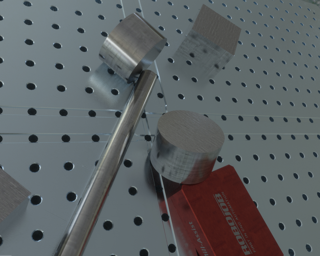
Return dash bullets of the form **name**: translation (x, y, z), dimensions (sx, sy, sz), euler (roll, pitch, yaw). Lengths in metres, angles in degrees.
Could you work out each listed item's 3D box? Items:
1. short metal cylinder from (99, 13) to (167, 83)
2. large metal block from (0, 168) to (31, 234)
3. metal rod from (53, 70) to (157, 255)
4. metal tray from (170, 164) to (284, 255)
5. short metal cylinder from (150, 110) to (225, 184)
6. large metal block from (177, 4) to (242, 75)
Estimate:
- **short metal cylinder**: translation (-0.036, -0.106, 0.418), dimensions (0.050, 0.080, 0.080), euler (42, 51, 0)
- **large metal block**: translation (-0.172, 0.066, 0.259), dimensions (0.080, 0.050, 0.080), euler (40, 51, -1)
- **metal rod**: translation (-0.057, 0.039, 0.353), dimensions (0.025, 0.025, 0.300), euler (28, 52, -11)
- **metal tray**: translation (0.081, 0.118, 0.376), dimensions (0.091, 0.030, 0.130), euler (-16, 70, -34)
- **short metal cylinder**: translation (0.032, 0.022, 0.377), dimensions (0.081, 0.050, 0.080), euler (9, 36, -6)
- **large metal block**: translation (0.086, -0.152, 0.531), dimensions (0.080, 0.050, 0.080), euler (30, 52, -9)
